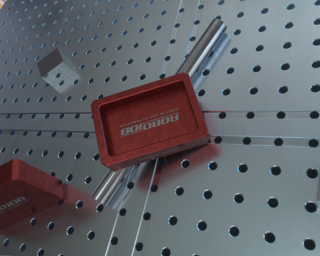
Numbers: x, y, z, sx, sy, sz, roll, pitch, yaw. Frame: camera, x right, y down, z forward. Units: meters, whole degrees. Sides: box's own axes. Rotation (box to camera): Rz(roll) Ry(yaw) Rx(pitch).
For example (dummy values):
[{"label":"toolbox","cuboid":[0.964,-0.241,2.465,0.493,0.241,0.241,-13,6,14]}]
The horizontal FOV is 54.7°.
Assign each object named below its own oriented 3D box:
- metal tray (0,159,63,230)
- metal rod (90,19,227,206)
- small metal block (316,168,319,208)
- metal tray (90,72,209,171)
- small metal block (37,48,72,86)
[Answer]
[{"label":"metal tray","cuboid":[-0.211,0.096,0.418,0.130,0.090,0.030,-26,53,12]},{"label":"metal rod","cuboid":[0.005,-0.030,0.423,0.025,0.025,0.300,25,75,37]},{"label":"small metal block","cuboid":[0.175,0.051,0.285,0.050,0.025,0.050,5,64,30]},{"label":"metal tray","cuboid":[-0.014,-0.008,0.388,0.131,0.030,0.090,-17,67,4]},{"label":"small metal block","cuboid":[-0.200,-0.116,0.585,0.050,0.025,0.050,-36,51,4]}]
